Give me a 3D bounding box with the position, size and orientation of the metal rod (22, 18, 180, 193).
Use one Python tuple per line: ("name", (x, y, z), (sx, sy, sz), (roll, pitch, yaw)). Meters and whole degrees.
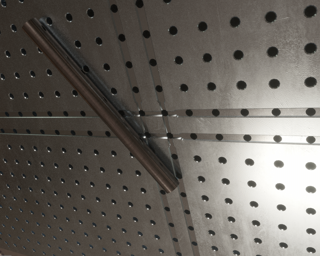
("metal rod", (-0.078, -0.026, 0.433), (0.025, 0.025, 0.300), (-35, 100, 38))
